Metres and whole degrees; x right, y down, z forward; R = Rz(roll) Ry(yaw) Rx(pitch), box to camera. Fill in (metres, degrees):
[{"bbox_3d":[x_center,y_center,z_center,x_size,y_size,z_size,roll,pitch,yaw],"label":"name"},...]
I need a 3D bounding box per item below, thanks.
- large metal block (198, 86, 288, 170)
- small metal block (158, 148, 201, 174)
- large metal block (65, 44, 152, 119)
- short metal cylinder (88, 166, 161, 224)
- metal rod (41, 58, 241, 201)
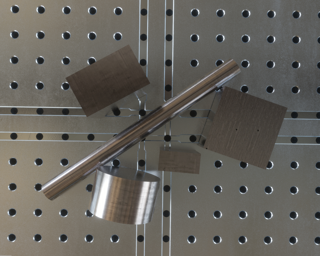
[{"bbox_3d":[0.103,0.000,0.400,0.080,0.050,0.080,19,90,-1],"label":"large metal block"},{"bbox_3d":[0.024,0.041,0.401,0.050,0.050,0.025,5,90,-1],"label":"small metal block"},{"bbox_3d":[-0.058,-0.053,0.386,0.080,0.080,0.050,-28,90,0],"label":"large metal block"},{"bbox_3d":[-0.044,0.081,0.385,0.080,0.080,0.050,12,90,-1],"label":"short metal cylinder"},{"bbox_3d":[-0.024,0.001,0.412,0.301,0.025,0.025,-34,90,-1],"label":"metal rod"}]
